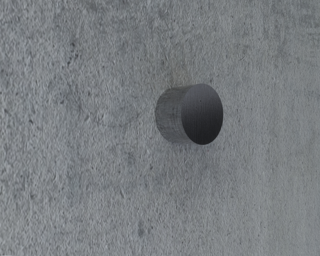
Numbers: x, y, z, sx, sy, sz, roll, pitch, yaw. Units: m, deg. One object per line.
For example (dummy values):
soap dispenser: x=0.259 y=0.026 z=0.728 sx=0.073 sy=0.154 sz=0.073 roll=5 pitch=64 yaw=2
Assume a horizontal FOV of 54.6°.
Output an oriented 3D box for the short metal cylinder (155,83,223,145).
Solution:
short metal cylinder: x=0.040 y=-0.018 z=0.421 sx=0.081 sy=0.050 sz=0.080 roll=0 pitch=90 yaw=-40
